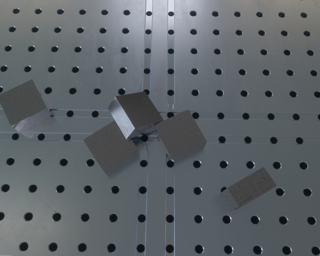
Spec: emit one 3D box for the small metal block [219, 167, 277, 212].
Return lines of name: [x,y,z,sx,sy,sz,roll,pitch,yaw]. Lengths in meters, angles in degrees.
small metal block: [0.104,0.075,0.372,0.050,0.050,0.025,-28,73,-10]

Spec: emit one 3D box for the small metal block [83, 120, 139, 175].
small metal block: [-0.062,0.025,0.402,0.050,0.025,0.050,-33,74,-11]

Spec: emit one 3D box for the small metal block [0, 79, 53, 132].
small metal block: [-0.183,-0.030,0.422,0.050,0.025,0.050,-29,73,-10]

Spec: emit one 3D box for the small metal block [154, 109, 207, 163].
small metal block: [0.026,0.011,0.408,0.050,0.025,0.050,-25,72,-9]

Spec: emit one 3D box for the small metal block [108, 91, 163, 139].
small metal block: [-0.031,-0.018,0.405,0.050,0.025,0.050,-16,66,-43]
